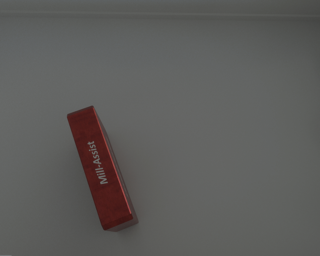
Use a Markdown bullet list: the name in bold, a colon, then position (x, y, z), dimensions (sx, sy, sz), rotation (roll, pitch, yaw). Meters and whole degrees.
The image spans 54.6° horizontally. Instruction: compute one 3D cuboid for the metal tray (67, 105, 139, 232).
- **metal tray**: position (-0.063, 0.050, 0.356), dimensions (0.030, 0.090, 0.130), rotation (-21, 71, -7)
